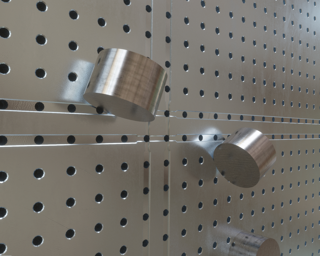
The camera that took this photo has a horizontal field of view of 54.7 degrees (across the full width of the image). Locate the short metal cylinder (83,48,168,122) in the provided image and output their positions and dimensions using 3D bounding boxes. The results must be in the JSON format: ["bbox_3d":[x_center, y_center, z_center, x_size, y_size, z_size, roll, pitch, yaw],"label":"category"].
[{"bbox_3d":[-0.037,-0.044,0.342,0.080,0.080,0.050,27,74,-37],"label":"short metal cylinder"}]

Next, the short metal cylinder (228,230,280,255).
[{"bbox_3d":[0.161,0.222,0.528,0.081,0.050,0.079,0,90,-40],"label":"short metal cylinder"}]

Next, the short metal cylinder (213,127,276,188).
[{"bbox_3d":[0.131,0.046,0.483,0.050,0.080,0.080,-35,112,-35],"label":"short metal cylinder"}]
